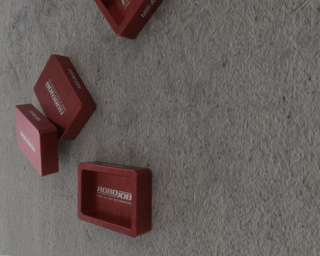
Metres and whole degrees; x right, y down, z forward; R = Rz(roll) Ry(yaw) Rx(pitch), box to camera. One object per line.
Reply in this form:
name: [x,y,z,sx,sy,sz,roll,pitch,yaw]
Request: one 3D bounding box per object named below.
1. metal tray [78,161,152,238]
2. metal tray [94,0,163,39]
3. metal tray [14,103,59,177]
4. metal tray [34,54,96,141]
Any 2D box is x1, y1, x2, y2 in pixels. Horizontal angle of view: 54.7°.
metal tray: [-0.071,0.100,0.460,0.130,0.030,0.089,1,91,40]
metal tray: [-0.032,-0.201,0.427,0.129,0.030,0.090,-46,63,30]
metal tray: [-0.227,0.019,0.565,0.130,0.030,0.089,31,124,43]
metal tray: [-0.170,-0.054,0.542,0.090,0.030,0.130,-49,61,29]
